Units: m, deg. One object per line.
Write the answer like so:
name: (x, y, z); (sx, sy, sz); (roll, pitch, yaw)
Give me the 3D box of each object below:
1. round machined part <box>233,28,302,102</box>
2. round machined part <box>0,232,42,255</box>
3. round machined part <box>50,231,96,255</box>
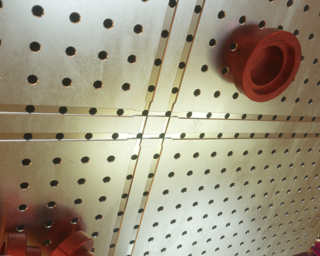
round machined part: (0.140, -0.088, 0.425); (0.099, 0.042, 0.097); (-14, 125, -21)
round machined part: (-0.176, 0.179, 0.377); (0.042, 0.098, 0.097); (16, 110, -28)
round machined part: (-0.123, 0.195, 0.423); (0.098, 0.042, 0.098); (-52, 163, -22)
